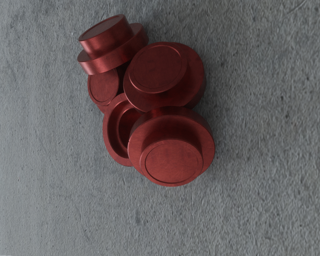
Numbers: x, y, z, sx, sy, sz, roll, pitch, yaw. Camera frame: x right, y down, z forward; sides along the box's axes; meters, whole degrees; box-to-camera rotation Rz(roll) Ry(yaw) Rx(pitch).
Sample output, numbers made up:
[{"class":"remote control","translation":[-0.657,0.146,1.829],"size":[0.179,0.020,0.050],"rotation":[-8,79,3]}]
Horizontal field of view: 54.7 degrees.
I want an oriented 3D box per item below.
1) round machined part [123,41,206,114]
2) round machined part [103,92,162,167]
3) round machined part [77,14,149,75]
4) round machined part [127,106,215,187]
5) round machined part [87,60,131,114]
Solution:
[{"class":"round machined part","translation":[0.002,-0.061,0.363],"size":[0.098,0.042,0.098],"rotation":[-6,66,14]},{"class":"round machined part","translation":[-0.029,0.001,0.417],"size":[0.098,0.042,0.097],"rotation":[0,90,39]},{"class":"round machined part","translation":[-0.068,-0.116,0.411],"size":[0.098,0.098,0.042],"rotation":[1,133,39]},{"class":"round machined part","translation":[0.013,0.027,0.347],"size":[0.097,0.098,0.042],"rotation":[-50,20,28]},{"class":"round machined part","translation":[-0.068,-0.065,0.451],"size":[0.098,0.042,0.097],"rotation":[0,90,39]}]
